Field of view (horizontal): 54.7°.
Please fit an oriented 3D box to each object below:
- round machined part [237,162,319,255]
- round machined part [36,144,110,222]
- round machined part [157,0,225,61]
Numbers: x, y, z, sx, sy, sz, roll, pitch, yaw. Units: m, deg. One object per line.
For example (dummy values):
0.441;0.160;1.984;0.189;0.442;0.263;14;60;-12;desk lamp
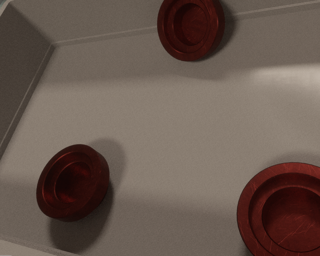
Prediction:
0.123;0.084;0.279;0.098;0.042;0.098;-13;56;20;round machined part
-0.108;0.074;0.404;0.098;0.042;0.098;-13;56;20;round machined part
0.047;-0.145;0.436;0.098;0.097;0.042;16;26;34;round machined part
